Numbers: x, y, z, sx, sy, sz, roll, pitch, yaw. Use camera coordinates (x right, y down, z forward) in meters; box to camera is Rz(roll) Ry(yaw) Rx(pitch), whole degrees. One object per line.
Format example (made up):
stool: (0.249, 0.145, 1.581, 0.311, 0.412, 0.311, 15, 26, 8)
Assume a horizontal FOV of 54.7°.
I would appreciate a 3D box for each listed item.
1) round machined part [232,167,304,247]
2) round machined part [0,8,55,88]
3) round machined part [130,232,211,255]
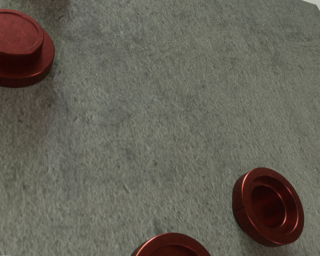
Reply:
round machined part: (0.134, 0.104, 0.404, 0.099, 0.042, 0.098, 14, 56, -21)
round machined part: (-0.174, -0.099, 0.360, 0.099, 0.042, 0.098, 14, 56, -21)
round machined part: (0.008, 0.157, 0.303, 0.099, 0.042, 0.098, 14, 56, -21)
